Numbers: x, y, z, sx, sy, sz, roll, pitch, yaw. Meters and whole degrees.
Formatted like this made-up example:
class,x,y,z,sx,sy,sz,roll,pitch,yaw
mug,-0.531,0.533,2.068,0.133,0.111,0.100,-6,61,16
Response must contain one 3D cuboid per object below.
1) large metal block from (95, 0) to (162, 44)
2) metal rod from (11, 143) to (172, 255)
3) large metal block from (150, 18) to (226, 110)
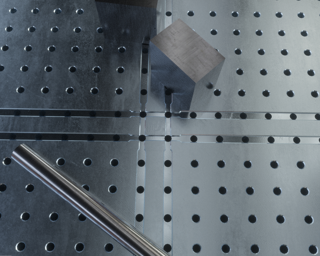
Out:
class,x,y,z,sx,sy,sz,roll,pitch,yaw
large metal block,-0.041,-0.168,0.443,0.080,0.080,0.050,7,70,2
metal rod,-0.059,0.113,0.369,0.300,0.025,0.025,34,73,11
large metal block,0.033,-0.082,0.413,0.050,0.080,0.080,-41,75,-13
